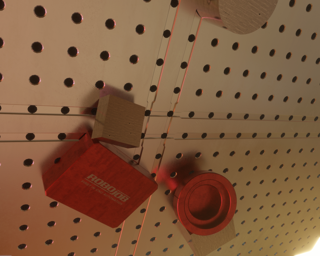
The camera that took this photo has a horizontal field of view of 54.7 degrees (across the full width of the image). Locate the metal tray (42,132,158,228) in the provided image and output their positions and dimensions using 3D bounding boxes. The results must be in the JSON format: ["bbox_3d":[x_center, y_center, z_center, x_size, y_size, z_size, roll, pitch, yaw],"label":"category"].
[{"bbox_3d":[-0.075,0.074,0.413,0.090,0.030,0.130,-44,129,2],"label":"metal tray"}]

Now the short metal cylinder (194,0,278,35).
[{"bbox_3d":[0.086,-0.152,0.348,0.081,0.050,0.079,-14,124,-21],"label":"short metal cylinder"}]

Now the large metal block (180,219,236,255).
[{"bbox_3d":[0.083,0.173,0.547,0.080,0.050,0.080,-26,128,-12],"label":"large metal block"}]

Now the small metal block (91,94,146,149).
[{"bbox_3d":[-0.048,-0.006,0.365,0.050,0.025,0.050,19,72,-35],"label":"small metal block"}]

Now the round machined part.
[{"bbox_3d":[0.067,0.115,0.491,0.099,0.042,0.097,-1,93,-16],"label":"round machined part"}]
